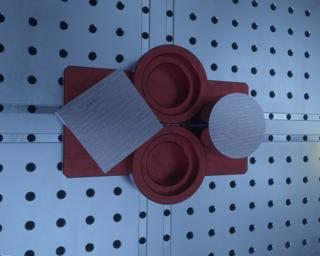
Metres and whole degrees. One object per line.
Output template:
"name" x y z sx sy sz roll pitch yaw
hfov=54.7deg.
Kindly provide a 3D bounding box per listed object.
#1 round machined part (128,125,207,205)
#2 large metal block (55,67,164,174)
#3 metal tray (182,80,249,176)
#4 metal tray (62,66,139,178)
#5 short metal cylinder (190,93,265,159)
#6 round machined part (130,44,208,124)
"round machined part" 0.006 0.045 0.396 0.099 0.042 0.097 0 90 -20
"large metal block" -0.057 -0.009 0.346 0.080 0.050 0.080 -38 103 -16
"metal tray" 0.078 0.000 0.436 0.091 0.030 0.129 1 90 -20
"metal tray" -0.073 -0.007 0.383 0.091 0.030 0.129 1 90 -21
"short metal cylinder" 0.086 -0.003 0.398 0.081 0.050 0.079 0 90 -20
"round machined part" 0.008 -0.053 0.397 0.099 0.042 0.097 0 90 -20
